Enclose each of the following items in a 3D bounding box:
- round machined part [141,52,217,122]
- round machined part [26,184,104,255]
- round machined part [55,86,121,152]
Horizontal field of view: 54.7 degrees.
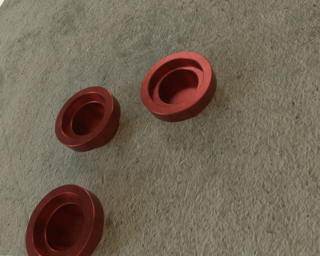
[{"bbox_3d":[0.027,-0.050,0.409,0.098,0.042,0.098,-13,56,21],"label":"round machined part"},{"bbox_3d":[-0.109,0.122,0.376,0.098,0.042,0.098,-13,56,21],"label":"round machined part"},{"bbox_3d":[-0.099,-0.009,0.451,0.098,0.042,0.098,-13,56,21],"label":"round machined part"}]
